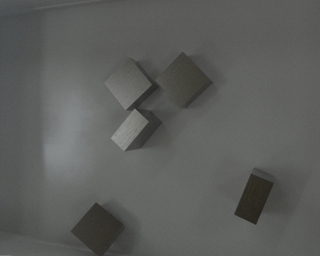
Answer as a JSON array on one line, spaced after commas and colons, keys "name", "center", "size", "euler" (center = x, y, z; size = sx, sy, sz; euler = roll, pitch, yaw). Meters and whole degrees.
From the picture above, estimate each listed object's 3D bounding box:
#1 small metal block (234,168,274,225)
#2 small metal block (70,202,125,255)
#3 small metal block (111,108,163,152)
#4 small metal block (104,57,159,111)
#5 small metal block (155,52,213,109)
[{"name": "small metal block", "center": [0.110, 0.077, 0.358], "size": [0.025, 0.050, 0.050], "euler": [23, 98, 18]}, {"name": "small metal block", "center": [-0.085, 0.140, 0.428], "size": [0.050, 0.025, 0.050], "euler": [34, 67, 17]}, {"name": "small metal block", "center": [-0.029, 0.002, 0.408], "size": [0.025, 0.050, 0.050], "euler": [44, 104, 15]}, {"name": "small metal block", "center": [-0.039, -0.059, 0.424], "size": [0.050, 0.025, 0.050], "euler": [-42, 77, 15]}, {"name": "small metal block", "center": [0.031, -0.061, 0.399], "size": [0.050, 0.025, 0.050], "euler": [-44, 77, 14]}]
